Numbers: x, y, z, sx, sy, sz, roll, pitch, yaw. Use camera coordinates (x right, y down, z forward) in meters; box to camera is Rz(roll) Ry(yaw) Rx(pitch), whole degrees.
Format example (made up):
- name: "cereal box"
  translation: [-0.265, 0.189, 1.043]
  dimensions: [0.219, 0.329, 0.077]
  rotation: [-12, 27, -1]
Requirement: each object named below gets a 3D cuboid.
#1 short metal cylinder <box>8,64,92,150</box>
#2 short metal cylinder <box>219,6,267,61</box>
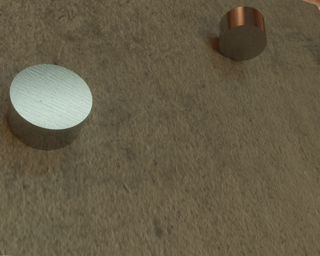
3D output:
- name: "short metal cylinder"
  translation: [-0.120, -0.022, 0.337]
  dimensions: [0.081, 0.050, 0.080]
  rotation: [14, 56, -21]
- name: "short metal cylinder"
  translation: [0.146, -0.166, 0.552]
  dimensions: [0.081, 0.080, 0.050]
  rotation: [19, 54, -18]
